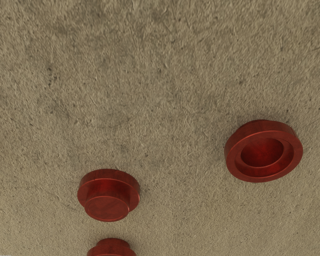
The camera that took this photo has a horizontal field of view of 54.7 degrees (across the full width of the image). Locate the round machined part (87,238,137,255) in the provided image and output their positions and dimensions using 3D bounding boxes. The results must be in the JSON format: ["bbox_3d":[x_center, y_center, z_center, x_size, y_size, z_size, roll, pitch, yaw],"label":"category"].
[{"bbox_3d":[-0.095,0.253,0.611,0.099,0.042,0.097,0,130,0],"label":"round machined part"}]

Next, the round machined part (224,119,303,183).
[{"bbox_3d":[0.136,0.027,0.420,0.099,0.042,0.097,0,130,0],"label":"round machined part"}]

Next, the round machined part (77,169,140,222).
[{"bbox_3d":[-0.082,0.113,0.491,0.099,0.042,0.097,0,130,0],"label":"round machined part"}]
